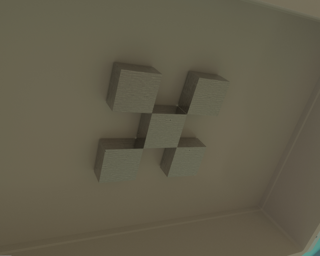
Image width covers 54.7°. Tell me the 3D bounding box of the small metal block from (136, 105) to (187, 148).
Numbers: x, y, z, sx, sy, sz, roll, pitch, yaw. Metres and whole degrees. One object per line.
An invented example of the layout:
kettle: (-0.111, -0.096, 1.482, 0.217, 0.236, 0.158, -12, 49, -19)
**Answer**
small metal block: (0.002, -0.002, 0.405, 0.050, 0.025, 0.050, 0, 118, -29)

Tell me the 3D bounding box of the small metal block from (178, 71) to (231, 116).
small metal block: (0.058, -0.045, 0.409, 0.050, 0.025, 0.050, 2, 117, -30)

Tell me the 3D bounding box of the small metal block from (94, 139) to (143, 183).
small metal block: (-0.054, 0.042, 0.402, 0.050, 0.025, 0.050, 1, 118, -29)

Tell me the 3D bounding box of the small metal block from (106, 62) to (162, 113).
small metal block: (-0.031, -0.046, 0.361, 0.050, 0.025, 0.050, 1, 118, -29)

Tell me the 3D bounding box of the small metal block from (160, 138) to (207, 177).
small metal block: (0.033, 0.042, 0.450, 0.050, 0.025, 0.050, 1, 118, -29)
